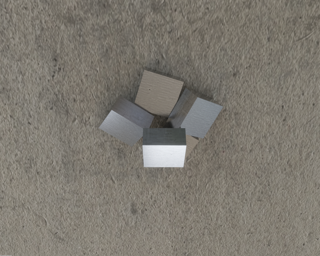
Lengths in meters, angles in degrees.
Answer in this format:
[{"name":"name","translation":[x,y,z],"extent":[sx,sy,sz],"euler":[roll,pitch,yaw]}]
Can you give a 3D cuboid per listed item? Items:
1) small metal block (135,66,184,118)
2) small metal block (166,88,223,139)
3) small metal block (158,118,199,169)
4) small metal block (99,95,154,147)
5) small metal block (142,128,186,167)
[{"name":"small metal block","translation":[-0.002,-0.045,0.395],"extent":[0.050,0.025,0.050],"euler":[16,109,-7]},{"name":"small metal block","translation":[0.044,-0.018,0.393],"extent":[0.050,0.025,0.050],"euler":[14,114,-41]},{"name":"small metal block","translation":[0.016,0.019,0.419],"extent":[0.050,0.025,0.050],"euler":[31,107,-11]},{"name":"small metal block","translation":[-0.043,-0.007,0.395],"extent":[0.050,0.025,0.050],"euler":[31,143,-12]},{"name":"small metal block","translation":[0.005,0.025,0.382],"extent":[0.050,0.025,0.050],"euler":[0,143,-1]}]
